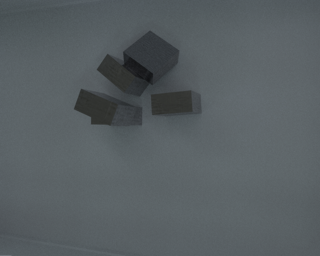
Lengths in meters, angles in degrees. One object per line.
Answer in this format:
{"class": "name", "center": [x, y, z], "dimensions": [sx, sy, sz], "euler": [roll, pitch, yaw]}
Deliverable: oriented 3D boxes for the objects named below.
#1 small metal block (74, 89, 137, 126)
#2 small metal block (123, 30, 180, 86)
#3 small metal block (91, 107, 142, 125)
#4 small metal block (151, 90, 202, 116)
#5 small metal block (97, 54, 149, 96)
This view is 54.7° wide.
{"class": "small metal block", "center": [-0.063, -0.023, 0.365], "dimensions": [0.050, 0.050, 0.025], "euler": [24, 98, 18]}
{"class": "small metal block", "center": [-0.011, -0.091, 0.401], "dimensions": [0.050, 0.025, 0.050], "euler": [38, 67, 15]}
{"class": "small metal block", "center": [-0.057, -0.017, 0.416], "dimensions": [0.050, 0.050, 0.025], "euler": [1, 91, 19]}
{"class": "small metal block", "center": [0.022, -0.030, 0.389], "dimensions": [0.050, 0.050, 0.025], "euler": [-4, 89, 19]}
{"class": "small metal block", "center": [-0.047, -0.069, 0.413], "dimensions": [0.050, 0.050, 0.025], "euler": [41, 103, 15]}
